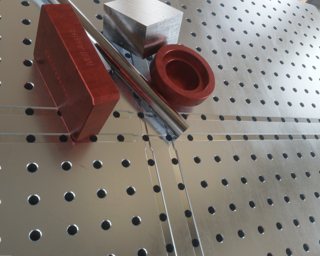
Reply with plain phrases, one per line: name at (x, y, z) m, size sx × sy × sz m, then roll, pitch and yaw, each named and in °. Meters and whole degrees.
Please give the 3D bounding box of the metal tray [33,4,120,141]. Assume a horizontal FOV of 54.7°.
metal tray at (-0.100, -0.061, 0.350) m, size 0.030 × 0.090 × 0.130 m, roll -19°, pitch 72°, yaw -36°

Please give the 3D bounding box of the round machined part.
round machined part at (0.029, -0.073, 0.459) m, size 0.099 × 0.042 × 0.098 m, roll 14°, pitch 56°, yaw -21°

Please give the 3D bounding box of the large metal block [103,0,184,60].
large metal block at (-0.026, -0.152, 0.456) m, size 0.080 × 0.050 × 0.081 m, roll 34°, pitch 47°, yaw 23°

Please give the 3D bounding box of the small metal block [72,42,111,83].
small metal block at (-0.100, -0.085, 0.399) m, size 0.050 × 0.025 × 0.050 m, roll -24°, pitch 76°, yaw -51°

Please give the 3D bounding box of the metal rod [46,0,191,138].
metal rod at (-0.070, -0.103, 0.434) m, size 0.300 × 0.025 × 0.025 m, roll 46°, pitch 51°, yaw 4°
